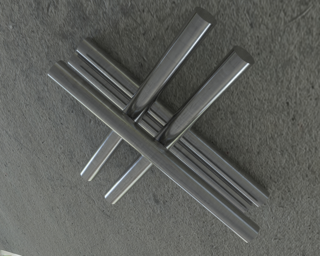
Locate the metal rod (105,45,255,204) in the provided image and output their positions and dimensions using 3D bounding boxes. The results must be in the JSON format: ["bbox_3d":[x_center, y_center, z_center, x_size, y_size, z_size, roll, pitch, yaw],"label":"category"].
[{"bbox_3d":[0.003,0.019,0.385,0.025,0.025,0.298,41,129,0],"label":"metal rod"}]

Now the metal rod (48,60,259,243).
[{"bbox_3d":[-0.007,0.027,0.363,0.300,0.025,0.025,40,129,0],"label":"metal rod"}]

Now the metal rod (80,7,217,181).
[{"bbox_3d":[-0.034,-0.017,0.381,0.025,0.025,0.298,41,129,0],"label":"metal rod"}]

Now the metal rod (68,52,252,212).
[{"bbox_3d":[0.002,0.005,0.409,0.300,0.025,0.025,41,129,-1],"label":"metal rod"}]

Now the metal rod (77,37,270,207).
[{"bbox_3d":[0.017,-0.007,0.393,0.300,0.025,0.025,41,129,-1],"label":"metal rod"}]
